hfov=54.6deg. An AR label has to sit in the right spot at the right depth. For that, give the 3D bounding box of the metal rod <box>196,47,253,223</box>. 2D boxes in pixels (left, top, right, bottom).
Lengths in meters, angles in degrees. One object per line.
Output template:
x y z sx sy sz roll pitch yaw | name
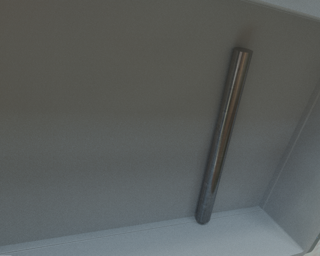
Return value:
0.092 0.028 0.475 0.025 0.025 0.298 -7 122 -25 | metal rod
